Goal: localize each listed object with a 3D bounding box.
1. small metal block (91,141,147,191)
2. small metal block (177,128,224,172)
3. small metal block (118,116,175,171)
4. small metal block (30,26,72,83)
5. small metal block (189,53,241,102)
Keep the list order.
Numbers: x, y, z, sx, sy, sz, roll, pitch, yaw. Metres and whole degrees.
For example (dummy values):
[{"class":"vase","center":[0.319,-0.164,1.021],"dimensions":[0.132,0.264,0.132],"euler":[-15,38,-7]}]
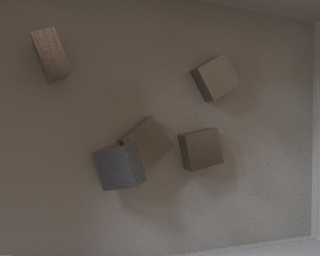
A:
[{"class":"small metal block","center":[-0.050,0.047,0.377],"dimensions":[0.025,0.050,0.050],"euler":[-26,102,-59]},{"class":"small metal block","center":[0.057,0.029,0.433],"dimensions":[0.050,0.025,0.050],"euler":[-13,95,-20]},{"class":"small metal block","center":[-0.018,0.019,0.405],"dimensions":[0.050,0.025,0.050],"euler":[-41,103,-16]},{"class":"small metal block","center":[-0.124,-0.081,0.352],"dimensions":[0.025,0.050,0.050],"euler":[-22,98,-19]},{"class":"small metal block","center":[0.079,-0.072,0.441],"dimensions":[0.050,0.025,0.050],"euler":[-32,101,-17]}]
